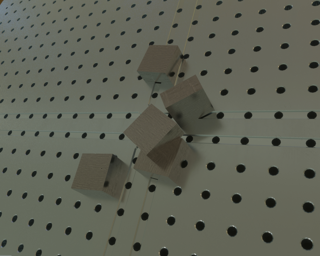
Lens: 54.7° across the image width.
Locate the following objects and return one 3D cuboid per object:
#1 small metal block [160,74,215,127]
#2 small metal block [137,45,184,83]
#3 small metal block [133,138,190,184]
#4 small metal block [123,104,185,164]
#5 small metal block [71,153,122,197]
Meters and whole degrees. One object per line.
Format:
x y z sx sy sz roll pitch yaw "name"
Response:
0.035 -0.033 0.393 0.050 0.050 0.025 -28 53 10 "small metal block"
0.001 -0.097 0.466 0.050 0.025 0.050 10 67 32 "small metal block"
0.002 0.037 0.384 0.050 0.025 0.050 9 66 31 "small metal block"
-0.008 0.006 0.376 0.050 0.025 0.050 -46 51 -5 "small metal block"
-0.084 0.062 0.412 0.050 0.025 0.050 -2 61 27 "small metal block"
